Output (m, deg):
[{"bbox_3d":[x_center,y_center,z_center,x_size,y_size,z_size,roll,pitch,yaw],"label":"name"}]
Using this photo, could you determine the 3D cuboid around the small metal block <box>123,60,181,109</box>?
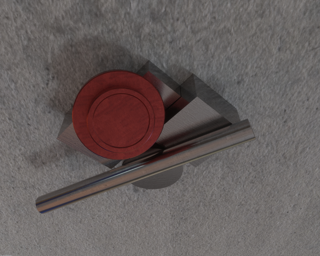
[{"bbox_3d":[-0.011,-0.044,0.370,0.050,0.025,0.050,35,122,-27],"label":"small metal block"}]

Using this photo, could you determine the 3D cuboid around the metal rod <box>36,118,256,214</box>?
[{"bbox_3d":[-0.031,0.054,0.389,0.300,0.025,0.025,-22,127,17],"label":"metal rod"}]

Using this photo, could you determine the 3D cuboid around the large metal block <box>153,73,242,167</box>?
[{"bbox_3d":[0.043,-0.007,0.387,0.080,0.050,0.080,34,122,-26],"label":"large metal block"}]

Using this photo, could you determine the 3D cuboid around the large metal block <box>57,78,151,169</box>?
[{"bbox_3d":[-0.066,-0.005,0.385,0.080,0.050,0.080,35,122,-26],"label":"large metal block"}]

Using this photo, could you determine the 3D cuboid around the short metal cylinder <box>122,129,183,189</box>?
[{"bbox_3d":[-0.010,0.039,0.425,0.081,0.050,0.079,0,130,0],"label":"short metal cylinder"}]

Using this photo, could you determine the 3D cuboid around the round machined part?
[{"bbox_3d":[-0.042,-0.012,0.329,0.099,0.042,0.097,-3,105,-11],"label":"round machined part"}]
